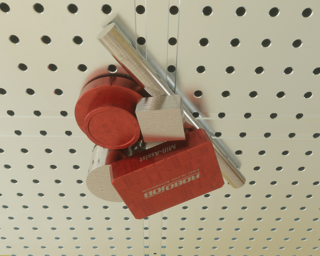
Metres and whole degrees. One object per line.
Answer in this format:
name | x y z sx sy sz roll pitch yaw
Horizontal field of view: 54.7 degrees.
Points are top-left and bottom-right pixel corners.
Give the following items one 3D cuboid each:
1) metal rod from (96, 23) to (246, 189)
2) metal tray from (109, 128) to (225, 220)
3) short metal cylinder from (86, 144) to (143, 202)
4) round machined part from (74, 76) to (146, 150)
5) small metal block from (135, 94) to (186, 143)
metal rod | 0.032 -0.009 0.400 0.025 0.025 0.300 -29 125 22
metal tray | 0.012 0.063 0.407 0.131 0.030 0.090 -22 128 1
short metal cylinder | -0.060 0.061 0.441 0.081 0.050 0.079 0 130 0
round machined part | -0.057 -0.011 0.384 0.099 0.042 0.097 0 130 1
small metal block | 0.003 -0.010 0.367 0.050 0.025 0.050 -4 133 10
